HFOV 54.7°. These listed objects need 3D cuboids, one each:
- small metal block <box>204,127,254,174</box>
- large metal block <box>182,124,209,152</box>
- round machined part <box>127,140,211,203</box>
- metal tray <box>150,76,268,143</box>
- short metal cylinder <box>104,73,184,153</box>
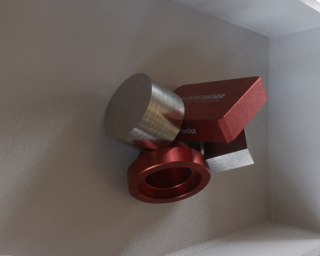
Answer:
[{"bbox_3d":[0.080,0.022,0.369,0.025,0.050,0.050,58,25,-33],"label":"small metal block"},{"bbox_3d":[0.065,0.012,0.435,0.081,0.050,0.079,-18,107,-39],"label":"large metal block"},{"bbox_3d":[0.009,0.051,0.379,0.098,0.098,0.042,26,38,-38],"label":"round machined part"},{"bbox_3d":[0.052,-0.023,0.381,0.090,0.130,0.030,-43,117,-32],"label":"metal tray"},{"bbox_3d":[-0.019,-0.015,0.354,0.050,0.080,0.080,29,72,-37],"label":"short metal cylinder"}]
